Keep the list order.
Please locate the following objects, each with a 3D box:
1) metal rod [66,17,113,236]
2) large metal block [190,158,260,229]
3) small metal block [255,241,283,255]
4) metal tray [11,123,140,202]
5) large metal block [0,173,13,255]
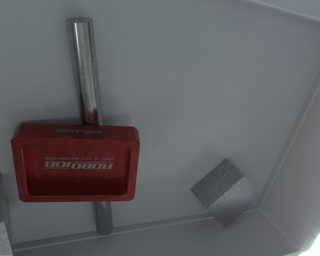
[{"bbox_3d":[-0.080,0.022,0.379,0.025,0.025,0.298,-13,124,-22],"label":"metal rod"},{"bbox_3d":[0.111,0.111,0.525,0.080,0.050,0.080,-41,130,-1],"label":"large metal block"},{"bbox_3d":[0.261,0.307,0.748,0.050,0.025,0.050,-3,120,-28],"label":"small metal block"},{"bbox_3d":[-0.093,0.042,0.355,0.131,0.030,0.089,2,121,-11],"label":"metal tray"},{"bbox_3d":[-0.204,0.099,0.323,0.081,0.080,0.050,-11,123,-23],"label":"large metal block"}]
